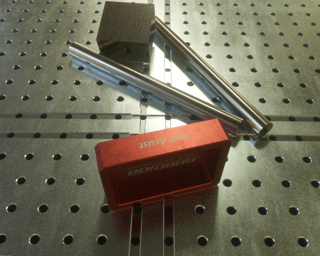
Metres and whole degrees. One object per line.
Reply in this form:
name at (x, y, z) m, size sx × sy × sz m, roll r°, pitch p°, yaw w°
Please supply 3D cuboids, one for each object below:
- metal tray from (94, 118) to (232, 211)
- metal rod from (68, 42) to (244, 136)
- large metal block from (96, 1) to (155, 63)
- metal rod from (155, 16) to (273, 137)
metal tray at (0.004, 0.041, 0.330) m, size 0.131 × 0.089 × 0.030 m, roll -12°, pitch 51°, yaw -10°
metal rod at (-0.019, -0.066, 0.462) m, size 0.300 × 0.025 × 0.025 m, roll 28°, pitch 55°, yaw 21°
large metal block at (-0.053, -0.158, 0.510) m, size 0.080 × 0.050 × 0.080 m, roll 5°, pitch 66°, yaw 4°
metal rod at (0.063, -0.096, 0.489) m, size 0.025 × 0.025 × 0.300 m, roll -24°, pitch 54°, yaw -19°
